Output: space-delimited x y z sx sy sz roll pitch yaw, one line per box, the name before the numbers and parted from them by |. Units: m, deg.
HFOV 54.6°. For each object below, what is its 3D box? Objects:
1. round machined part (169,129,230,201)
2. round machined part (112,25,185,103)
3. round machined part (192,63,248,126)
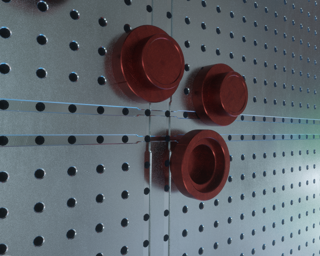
round machined part | 0.052 0.051 0.441 0.099 0.042 0.097 0 90 -40
round machined part | -0.007 -0.081 0.391 0.099 0.042 0.097 0 90 -40
round machined part | 0.099 -0.051 0.480 0.099 0.042 0.097 0 90 -40
